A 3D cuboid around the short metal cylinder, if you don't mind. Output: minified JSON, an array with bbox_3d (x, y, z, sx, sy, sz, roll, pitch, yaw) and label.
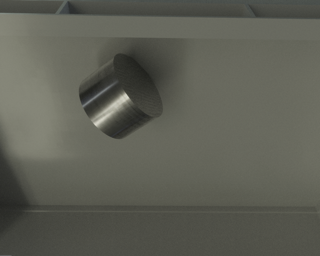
[{"bbox_3d":[-0.041,-0.034,0.343,0.050,0.080,0.080,-31,124,24],"label":"short metal cylinder"}]
